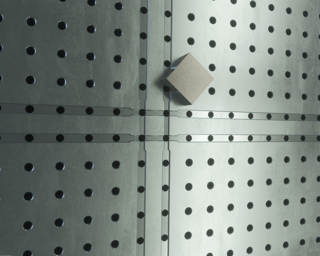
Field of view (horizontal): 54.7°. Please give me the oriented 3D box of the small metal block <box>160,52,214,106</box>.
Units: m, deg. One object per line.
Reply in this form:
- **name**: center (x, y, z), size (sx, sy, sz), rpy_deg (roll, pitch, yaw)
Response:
- **small metal block**: center (0.037, -0.067, 0.428), size (0.050, 0.025, 0.050), rpy_deg (44, 76, -15)
